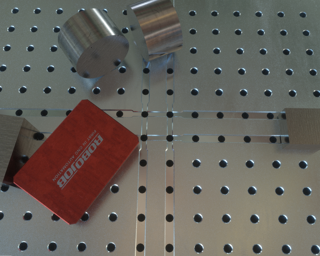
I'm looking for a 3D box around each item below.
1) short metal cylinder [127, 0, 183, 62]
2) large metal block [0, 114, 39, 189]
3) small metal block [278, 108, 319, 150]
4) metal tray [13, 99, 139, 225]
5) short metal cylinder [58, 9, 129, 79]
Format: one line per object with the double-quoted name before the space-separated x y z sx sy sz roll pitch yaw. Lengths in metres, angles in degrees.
"short metal cylinder" -0.008 -0.139 0.433 0.050 0.080 0.080 -23 72 -8
"large metal block" -0.211 0.027 0.387 0.080 0.050 0.080 9 70 3
"small metal block" 0.190 0.001 0.412 0.050 0.025 0.050 1 70 0
"metal tray" -0.099 0.040 0.385 0.090 0.030 0.130 37 74 1
"short metal cylinder" -0.090 -0.114 0.423 0.080 0.080 0.050 -33 74 -11
